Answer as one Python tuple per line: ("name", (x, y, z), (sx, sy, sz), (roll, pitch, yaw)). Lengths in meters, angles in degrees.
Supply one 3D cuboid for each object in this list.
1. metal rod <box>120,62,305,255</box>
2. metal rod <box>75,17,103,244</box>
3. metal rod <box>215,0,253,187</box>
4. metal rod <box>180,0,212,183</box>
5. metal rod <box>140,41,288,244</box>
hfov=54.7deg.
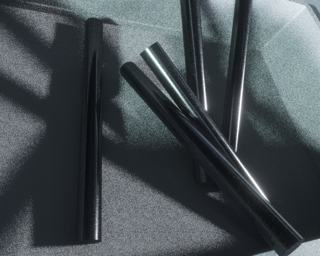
("metal rod", (0.031, 0.008, 0.343), (0.025, 0.025, 0.300), (-10, 43, -33))
("metal rod", (-0.082, -0.019, 0.373), (0.025, 0.025, 0.299), (9, 58, -24))
("metal rod", (0.107, -0.065, 0.437), (0.025, 0.025, 0.299), (13, 78, -22))
("metal rod", (0.046, -0.080, 0.404), (0.025, 0.025, 0.298), (-3, 88, -30))
("metal rod", (0.076, 0.026, 0.381), (0.299, 0.025, 0.025), (53, 50, -10))
